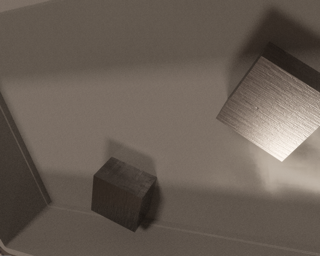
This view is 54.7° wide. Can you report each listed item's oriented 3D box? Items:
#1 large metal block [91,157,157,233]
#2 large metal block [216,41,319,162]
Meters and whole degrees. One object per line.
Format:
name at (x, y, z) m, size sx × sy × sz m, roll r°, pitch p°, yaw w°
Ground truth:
large metal block at (-0.058, 0.104, 0.485) m, size 0.080 × 0.050 × 0.079 m, roll 23°, pitch 127°, yaw 14°
large metal block at (0.117, -0.027, 0.314) m, size 0.080 × 0.050 × 0.079 m, roll 34°, pitch 129°, yaw 5°
